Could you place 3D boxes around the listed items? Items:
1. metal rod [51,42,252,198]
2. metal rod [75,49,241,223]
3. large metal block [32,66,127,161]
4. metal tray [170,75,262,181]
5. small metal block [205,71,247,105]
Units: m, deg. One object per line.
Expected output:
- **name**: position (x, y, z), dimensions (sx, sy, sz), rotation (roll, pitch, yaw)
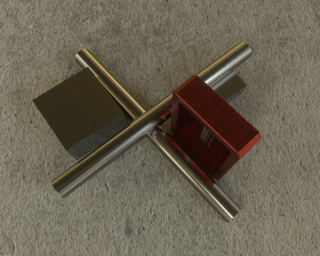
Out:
- **metal rod**: position (-0.001, -0.018, 0.389), dimensions (0.301, 0.025, 0.025), rotation (-37, 75, -13)
- **metal rod**: position (-0.012, 0.000, 0.409), dimensions (0.025, 0.025, 0.300), rotation (-40, 75, -13)
- **large metal block**: position (-0.100, -0.018, 0.400), dimensions (0.080, 0.050, 0.080), rotation (-35, 74, -12)
- **metal tray**: position (0.054, 0.007, 0.351), dimensions (0.030, 0.130, 0.090), rotation (-41, 75, -13)
- **small metal block**: position (0.083, -0.059, 0.432), dimensions (0.050, 0.025, 0.050), rotation (-34, 74, -12)
